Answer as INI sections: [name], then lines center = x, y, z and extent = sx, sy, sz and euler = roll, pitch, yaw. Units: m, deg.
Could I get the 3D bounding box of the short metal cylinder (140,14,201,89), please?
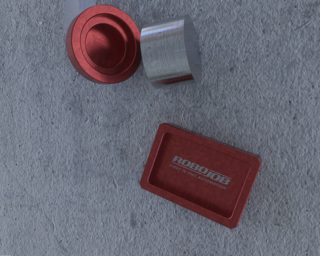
[short metal cylinder]
center = 0.016, -0.090, 0.374
extent = 0.050, 0.080, 0.080
euler = -7, 88, 19

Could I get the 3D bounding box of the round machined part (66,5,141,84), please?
[round machined part]
center = -0.075, -0.106, 0.406
extent = 0.042, 0.099, 0.097
euler = 6, 93, 55

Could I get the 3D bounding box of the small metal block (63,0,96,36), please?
[small metal block]
center = -0.113, -0.158, 0.435
extent = 0.050, 0.025, 0.050
euler = -4, 88, 51

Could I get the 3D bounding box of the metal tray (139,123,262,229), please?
[metal tray]
center = 0.049, 0.056, 0.388
extent = 0.130, 0.030, 0.089
euler = 21, 97, 18
